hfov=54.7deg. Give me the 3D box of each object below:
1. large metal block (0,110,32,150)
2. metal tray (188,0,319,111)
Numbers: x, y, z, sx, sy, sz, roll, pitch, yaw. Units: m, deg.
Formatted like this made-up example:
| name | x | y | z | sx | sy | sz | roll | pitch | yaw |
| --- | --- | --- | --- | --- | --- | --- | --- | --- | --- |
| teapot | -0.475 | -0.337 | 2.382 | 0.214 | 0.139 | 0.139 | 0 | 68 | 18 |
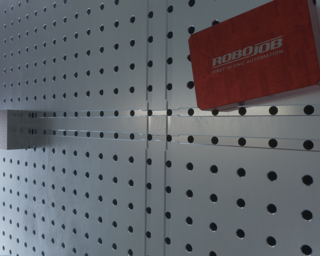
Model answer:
| name | x | y | z | sx | sy | sz | roll | pitch | yaw |
| --- | --- | --- | --- | --- | --- | --- | --- | --- | --- |
| large metal block | -0.315 | 0.002 | 0.654 | 0.080 | 0.050 | 0.079 | 2 | 91 | 40 |
| metal tray | 0.096 | -0.073 | 0.327 | 0.130 | 0.030 | 0.090 | -12 | 83 | 39 |
